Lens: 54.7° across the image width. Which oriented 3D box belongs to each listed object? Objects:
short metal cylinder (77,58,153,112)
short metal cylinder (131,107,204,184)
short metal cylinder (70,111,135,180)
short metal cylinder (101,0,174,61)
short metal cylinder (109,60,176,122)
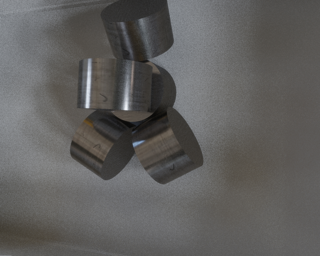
[{"bbox_3d":[-0.050,-0.044,0.343,0.080,0.080,0.050,4,91,20],"label":"short metal cylinder"},{"bbox_3d":[0.010,0.021,0.376,0.050,0.080,0.080,-30,80,18],"label":"short metal cylinder"},{"bbox_3d":[-0.069,0.021,0.404,0.050,0.080,0.080,31,100,18],"label":"short metal cylinder"},{"bbox_3d":[-0.027,-0.125,0.382,0.080,0.080,0.050,4,134,20],"label":"short metal cylinder"},{"bbox_3d":[-0.025,-0.047,0.403,0.080,0.050,0.080,0,90,20],"label":"short metal cylinder"}]
